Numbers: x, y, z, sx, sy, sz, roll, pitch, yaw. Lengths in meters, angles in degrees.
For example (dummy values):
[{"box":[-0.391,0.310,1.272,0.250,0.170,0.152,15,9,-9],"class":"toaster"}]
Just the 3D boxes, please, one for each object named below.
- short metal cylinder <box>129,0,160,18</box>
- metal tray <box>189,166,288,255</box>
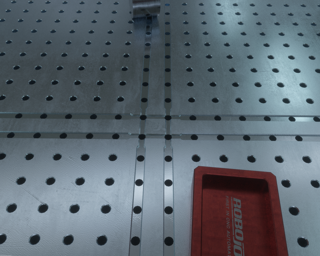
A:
[{"box":[-0.032,-0.251,0.582,0.050,0.080,0.080,-8,51,-7],"class":"short metal cylinder"},{"box":[0.077,0.104,0.317,0.091,0.030,0.130,5,50,3],"class":"metal tray"}]
